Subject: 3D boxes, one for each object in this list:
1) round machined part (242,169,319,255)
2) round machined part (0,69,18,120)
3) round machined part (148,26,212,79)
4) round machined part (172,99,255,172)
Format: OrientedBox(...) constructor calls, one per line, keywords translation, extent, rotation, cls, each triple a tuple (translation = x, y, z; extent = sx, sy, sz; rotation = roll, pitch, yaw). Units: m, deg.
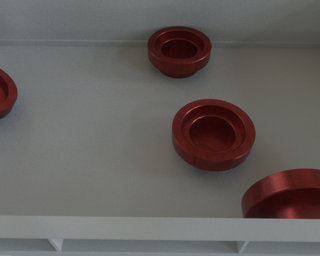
OrientedBox(translation=(0.128, 0.085, 0.284), extent=(0.099, 0.097, 0.042), rotation=(2, 42, 2), cls="round machined part")
OrientedBox(translation=(-0.247, -0.044, 0.410), extent=(0.098, 0.042, 0.098), rotation=(27, 37, -22), cls="round machined part")
OrientedBox(translation=(0.030, -0.116, 0.492), extent=(0.099, 0.042, 0.098), rotation=(0, 50, 0), cls="round machined part")
OrientedBox(translation=(0.064, 0.013, 0.383), extent=(0.099, 0.042, 0.098), rotation=(0, 50, 0), cls="round machined part")
